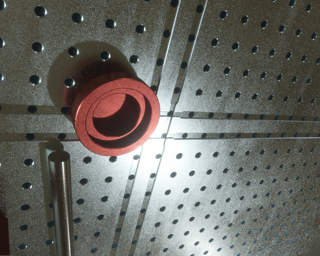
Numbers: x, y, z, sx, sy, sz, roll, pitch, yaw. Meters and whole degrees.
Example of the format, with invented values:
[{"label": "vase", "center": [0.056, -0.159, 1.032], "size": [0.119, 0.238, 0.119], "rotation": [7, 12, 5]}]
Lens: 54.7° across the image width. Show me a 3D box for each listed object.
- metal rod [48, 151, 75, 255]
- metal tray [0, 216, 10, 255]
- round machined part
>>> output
[{"label": "metal rod", "center": [-0.134, 0.163, 0.438], "size": [0.025, 0.025, 0.298], "rotation": [-8, 122, -24]}, {"label": "metal tray", "center": [-0.225, 0.173, 0.353], "size": [0.130, 0.090, 0.030], "rotation": [-49, 129, 6]}, {"label": "round machined part", "center": [-0.053, -0.019, 0.359], "size": [0.099, 0.042, 0.097], "rotation": [-14, 124, -21]}]
